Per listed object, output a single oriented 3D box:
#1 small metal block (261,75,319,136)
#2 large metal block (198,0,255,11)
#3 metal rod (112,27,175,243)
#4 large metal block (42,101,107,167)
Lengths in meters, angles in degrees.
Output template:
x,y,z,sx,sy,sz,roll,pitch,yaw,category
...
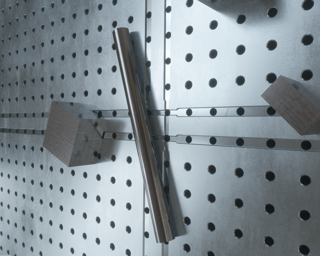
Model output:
x,y,z,sx,sy,sz,roll,pitch,yaw,category
0.129,-0.020,0.286,0.025,0.050,0.050,-51,60,27,small metal block
0.060,-0.179,0.323,0.050,0.081,0.079,0,90,40,large metal block
-0.025,0.002,0.427,0.025,0.025,0.299,-21,77,38,metal rod
-0.141,0.008,0.507,0.080,0.050,0.079,28,107,36,large metal block
